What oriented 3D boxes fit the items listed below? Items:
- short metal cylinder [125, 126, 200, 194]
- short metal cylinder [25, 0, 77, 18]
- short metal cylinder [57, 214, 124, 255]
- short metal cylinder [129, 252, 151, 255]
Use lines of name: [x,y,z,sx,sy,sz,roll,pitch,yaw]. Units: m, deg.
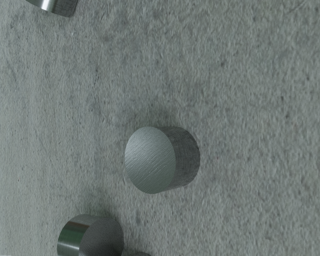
short metal cylinder: [0.002,0.038,0.385,0.080,0.050,0.079,0,90,39]
short metal cylinder: [-0.178,-0.224,0.513,0.080,0.081,0.050,39,114,32]
short metal cylinder: [-0.099,0.168,0.448,0.050,0.081,0.080,-5,87,39]
short metal cylinder: [-0.036,0.216,0.416,0.080,0.050,0.079,0,90,39]
